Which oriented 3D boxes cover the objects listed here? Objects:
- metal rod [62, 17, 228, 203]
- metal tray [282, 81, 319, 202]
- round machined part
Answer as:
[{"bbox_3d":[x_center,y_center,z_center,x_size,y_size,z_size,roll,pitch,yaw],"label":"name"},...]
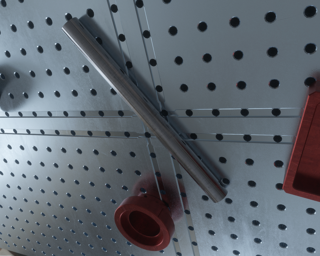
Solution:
[{"bbox_3d":[-0.015,-0.018,0.406,0.300,0.025,0.025,49,128,-7],"label":"metal rod"},{"bbox_3d":[0.188,0.022,0.322,0.090,0.030,0.129,13,124,20],"label":"metal tray"},{"bbox_3d":[-0.021,0.148,0.501,0.098,0.042,0.097,13,124,20],"label":"round machined part"}]
